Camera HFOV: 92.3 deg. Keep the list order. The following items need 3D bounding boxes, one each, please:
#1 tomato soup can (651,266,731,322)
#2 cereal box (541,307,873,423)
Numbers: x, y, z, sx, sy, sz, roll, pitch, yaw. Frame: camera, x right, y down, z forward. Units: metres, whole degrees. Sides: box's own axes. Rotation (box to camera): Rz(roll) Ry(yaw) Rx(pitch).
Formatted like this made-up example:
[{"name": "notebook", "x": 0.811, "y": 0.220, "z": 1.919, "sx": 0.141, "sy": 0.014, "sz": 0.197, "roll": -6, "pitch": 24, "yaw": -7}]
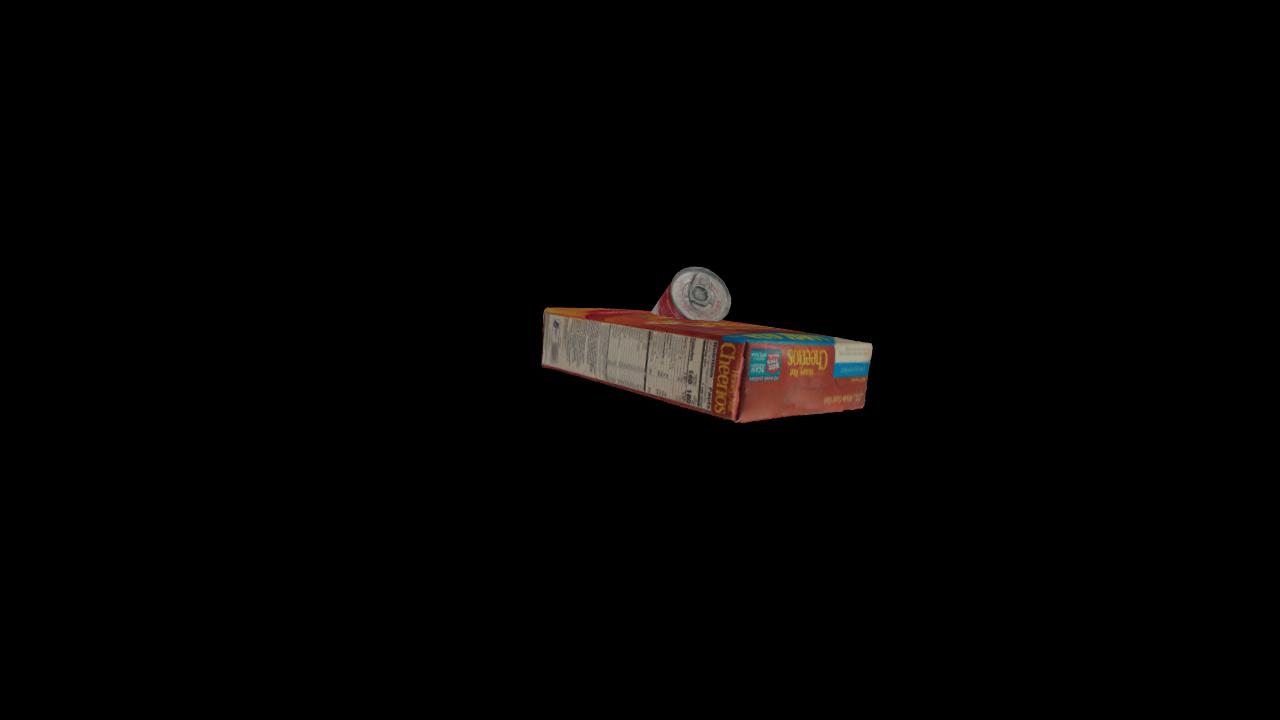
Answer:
[{"name": "tomato soup can", "x": 0.048, "y": -0.048, "z": 0.675, "sx": 0.068, "sy": 0.068, "sz": 0.101, "roll": 0, "pitch": -23, "yaw": -19}, {"name": "cereal box", "x": 0.059, "y": -0.006, "z": 0.662, "sx": 0.203, "sy": 0.081, "sz": 0.306, "roll": -1, "pitch": 8, "yaw": -41}]
